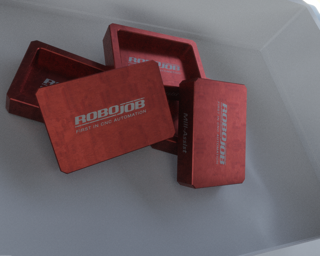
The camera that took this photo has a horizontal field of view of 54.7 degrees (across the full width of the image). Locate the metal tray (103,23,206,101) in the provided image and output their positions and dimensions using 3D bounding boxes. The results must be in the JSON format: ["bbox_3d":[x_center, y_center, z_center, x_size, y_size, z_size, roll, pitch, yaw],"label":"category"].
[{"bbox_3d":[-0.005,-0.084,0.412,0.131,0.030,0.090,3,60,-27],"label":"metal tray"}]

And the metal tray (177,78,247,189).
[{"bbox_3d":[0.068,0.007,0.393,0.091,0.030,0.129,2,89,-34],"label":"metal tray"}]

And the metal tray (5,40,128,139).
[{"bbox_3d":[-0.101,-0.043,0.371,0.131,0.030,0.090,18,55,-18],"label":"metal tray"}]

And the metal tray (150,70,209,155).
[{"bbox_3d":[0.038,-0.023,0.436,0.091,0.030,0.130,18,55,-18],"label":"metal tray"}]

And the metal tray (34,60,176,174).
[{"bbox_3d":[-0.056,-0.015,0.337,0.131,0.030,0.089,-18,101,-19],"label":"metal tray"}]
